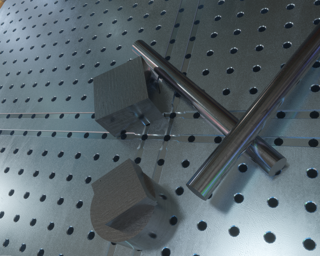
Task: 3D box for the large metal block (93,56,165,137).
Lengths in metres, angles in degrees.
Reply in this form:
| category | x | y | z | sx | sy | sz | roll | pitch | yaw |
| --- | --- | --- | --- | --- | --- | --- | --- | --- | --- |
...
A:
| category | x | y | z | sx | sy | sz | roll | pitch | yaw |
| --- | --- | --- | --- | --- | --- | --- | --- | --- | --- |
| large metal block | -0.046 | -0.044 | 0.444 | 0.080 | 0.050 | 0.080 | -22 | 54 | 15 |

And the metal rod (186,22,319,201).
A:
| category | x | y | z | sx | sy | sz | roll | pitch | yaw |
| --- | --- | --- | --- | --- | --- | --- | --- | --- | --- |
| metal rod | 0.133 | -0.044 | 0.342 | 0.025 | 0.025 | 0.301 | 30 | 71 | 38 |

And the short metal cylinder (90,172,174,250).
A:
| category | x | y | z | sx | sy | sz | roll | pitch | yaw |
| --- | --- | --- | --- | --- | --- | --- | --- | --- | --- |
| short metal cylinder | -0.031 | 0.092 | 0.352 | 0.080 | 0.050 | 0.080 | -13 | 56 | 21 |

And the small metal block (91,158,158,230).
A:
| category | x | y | z | sx | sy | sz | roll | pitch | yaw |
| --- | --- | --- | --- | --- | --- | --- | --- | --- | --- |
| small metal block | -0.038 | 0.068 | 0.322 | 0.050 | 0.025 | 0.050 | -34 | 51 | 5 |

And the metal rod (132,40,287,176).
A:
| category | x | y | z | sx | sy | sz | roll | pitch | yaw |
| --- | --- | --- | --- | --- | --- | --- | --- | --- | --- |
| metal rod | 0.043 | -0.046 | 0.413 | 0.025 | 0.025 | 0.300 | -42 | 51 | 0 |
